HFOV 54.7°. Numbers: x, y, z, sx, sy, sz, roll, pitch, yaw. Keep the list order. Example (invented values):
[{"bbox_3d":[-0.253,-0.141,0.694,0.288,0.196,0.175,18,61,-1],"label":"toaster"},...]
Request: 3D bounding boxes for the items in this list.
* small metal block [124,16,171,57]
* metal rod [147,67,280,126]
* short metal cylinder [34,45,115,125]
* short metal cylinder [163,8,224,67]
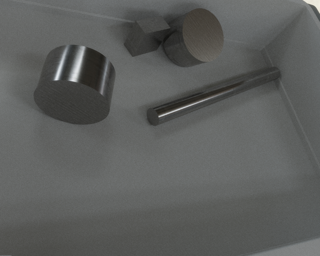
[{"bbox_3d":[-0.020,-0.137,0.464,0.050,0.050,0.025,-27,77,-37],"label":"small metal block"},{"bbox_3d":[0.104,-0.059,0.499,0.302,0.025,0.025,-22,74,-36],"label":"metal rod"},{"bbox_3d":[-0.094,-0.046,0.349,0.081,0.080,0.050,16,55,-20],"label":"short metal cylinder"},{"bbox_3d":[0.053,-0.139,0.484,0.081,0.050,0.079,0,89,-33],"label":"short metal cylinder"}]
